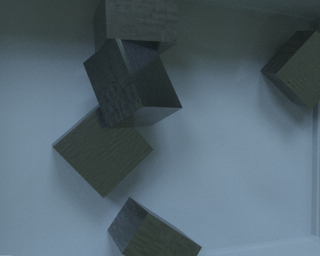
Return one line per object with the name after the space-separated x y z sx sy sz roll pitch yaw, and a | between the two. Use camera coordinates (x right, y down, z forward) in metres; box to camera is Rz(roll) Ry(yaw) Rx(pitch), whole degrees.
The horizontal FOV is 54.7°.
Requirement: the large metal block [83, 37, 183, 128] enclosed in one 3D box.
-0.029 -0.047 0.353 0.080 0.050 0.080 -4 68 -58 | large metal block

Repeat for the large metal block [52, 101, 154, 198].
-0.069 0.023 0.372 0.080 0.050 0.080 -44 104 -15 | large metal block

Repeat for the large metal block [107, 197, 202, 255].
-0.010 0.135 0.379 0.080 0.080 0.050 37 78 -17 | large metal block

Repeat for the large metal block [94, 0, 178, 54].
-0.032 -0.119 0.370 0.081 0.080 0.050 -2 91 -20 | large metal block

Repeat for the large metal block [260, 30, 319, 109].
0.216 -0.088 0.466 0.080 0.050 0.080 39 97 -16 | large metal block
